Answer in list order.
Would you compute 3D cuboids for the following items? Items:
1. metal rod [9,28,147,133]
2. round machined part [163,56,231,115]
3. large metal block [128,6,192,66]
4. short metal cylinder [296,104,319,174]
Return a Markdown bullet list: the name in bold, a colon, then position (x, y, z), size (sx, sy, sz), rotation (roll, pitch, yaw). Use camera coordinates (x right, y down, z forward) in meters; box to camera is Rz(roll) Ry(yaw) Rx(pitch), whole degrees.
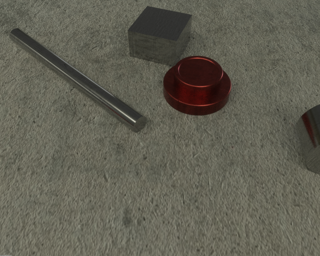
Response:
- **metal rod**: position (-0.137, -0.082, 0.471), size (0.300, 0.025, 0.025), rotation (35, 58, 26)
- **round machined part**: position (0.054, -0.068, 0.449), size (0.099, 0.042, 0.098), rotation (0, 50, 0)
- **large metal block**: position (0.002, -0.154, 0.516), size (0.080, 0.050, 0.080), rotation (16, 52, 13)
- **short metal cylinder**: position (0.206, 0.012, 0.358), size (0.080, 0.080, 0.050), rotation (2, 50, 1)
